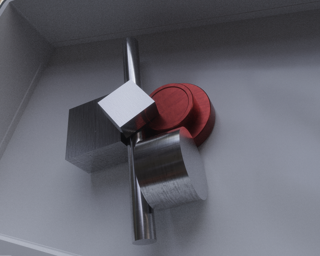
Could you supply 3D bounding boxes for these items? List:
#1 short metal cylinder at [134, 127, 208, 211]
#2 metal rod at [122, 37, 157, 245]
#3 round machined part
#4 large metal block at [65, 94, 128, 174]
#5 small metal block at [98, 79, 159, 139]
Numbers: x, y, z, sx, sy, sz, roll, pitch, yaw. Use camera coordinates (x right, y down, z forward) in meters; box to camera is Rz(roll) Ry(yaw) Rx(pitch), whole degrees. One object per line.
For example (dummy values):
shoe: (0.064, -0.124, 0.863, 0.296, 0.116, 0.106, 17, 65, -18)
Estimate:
short metal cylinder: (0.013, 0.044, 0.333, 0.050, 0.080, 0.080, -19, 55, 17)
metal rod: (-0.031, -0.008, 0.396, 0.025, 0.025, 0.299, -19, 54, 17)
round machined part: (0.017, -0.018, 0.393, 0.098, 0.042, 0.098, -13, 56, 20)
large metal block: (-0.076, 0.006, 0.419, 0.080, 0.050, 0.080, -19, 55, 17)
small metal block: (-0.038, -0.024, 0.375, 0.050, 0.025, 0.050, -38, 57, -12)
